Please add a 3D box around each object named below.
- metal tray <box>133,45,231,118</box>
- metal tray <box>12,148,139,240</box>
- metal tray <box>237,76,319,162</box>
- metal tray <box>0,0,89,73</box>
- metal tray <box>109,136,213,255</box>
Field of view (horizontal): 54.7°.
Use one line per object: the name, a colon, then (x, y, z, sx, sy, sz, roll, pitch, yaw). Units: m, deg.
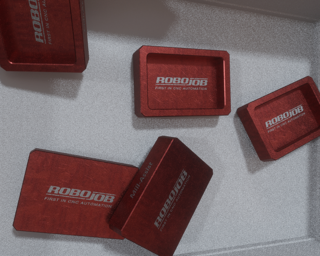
metal tray: (0.032, -0.060, 0.420, 0.131, 0.030, 0.089, -2, 91, -21)
metal tray: (-0.096, 0.080, 0.373, 0.131, 0.030, 0.090, 13, 86, -20)
metal tray: (0.193, -0.015, 0.471, 0.131, 0.030, 0.090, -24, 87, -19)
metal tray: (-0.124, -0.122, 0.314, 0.091, 0.030, 0.129, 0, 126, -5)
metal tray: (0.006, 0.086, 0.390, 0.090, 0.030, 0.130, 42, 69, -33)
